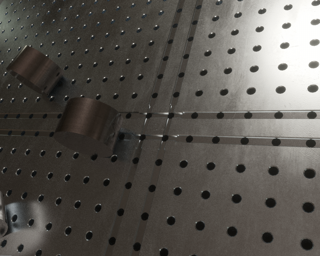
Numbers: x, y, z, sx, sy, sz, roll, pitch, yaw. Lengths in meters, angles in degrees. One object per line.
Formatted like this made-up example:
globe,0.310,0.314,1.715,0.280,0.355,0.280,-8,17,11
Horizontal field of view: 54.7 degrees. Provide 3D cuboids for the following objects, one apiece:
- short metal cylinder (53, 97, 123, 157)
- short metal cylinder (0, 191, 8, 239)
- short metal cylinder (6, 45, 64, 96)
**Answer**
short metal cylinder,-0.096,0.001,0.421,0.080,0.080,0.050,0,62,28
short metal cylinder,-0.258,0.125,0.429,0.080,0.080,0.050,-35,52,5
short metal cylinder,-0.218,-0.099,0.545,0.080,0.080,0.050,22,73,35
